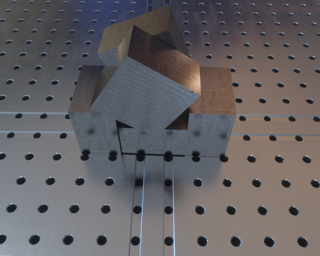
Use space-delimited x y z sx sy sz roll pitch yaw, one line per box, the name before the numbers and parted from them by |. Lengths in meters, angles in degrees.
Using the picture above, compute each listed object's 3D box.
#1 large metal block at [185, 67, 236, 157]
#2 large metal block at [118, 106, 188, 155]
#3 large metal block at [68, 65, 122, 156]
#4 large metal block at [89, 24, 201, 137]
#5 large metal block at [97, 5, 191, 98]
large metal block | 0.059 -0.020 0.389 0.050 0.080 0.080 3 50 2
large metal block | -0.006 -0.014 0.400 0.081 0.050 0.080 2 50 1
large metal block | -0.073 -0.022 0.389 0.050 0.080 0.080 2 50 1
large metal block | -0.015 -0.044 0.322 0.080 0.080 0.050 25 45 -23
large metal block | -0.013 -0.081 0.357 0.080 0.080 0.050 -13 47 18
